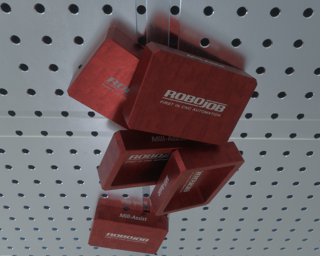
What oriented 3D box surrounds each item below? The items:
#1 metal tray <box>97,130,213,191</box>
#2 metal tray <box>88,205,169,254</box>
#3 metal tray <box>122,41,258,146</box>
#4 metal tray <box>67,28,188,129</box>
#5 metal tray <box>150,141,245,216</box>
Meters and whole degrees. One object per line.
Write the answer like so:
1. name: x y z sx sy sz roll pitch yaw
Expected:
1. metal tray: -0.006 0.041 0.404 0.131 0.030 0.089 -1 142 -29
2. metal tray: -0.059 0.188 0.568 0.131 0.030 0.089 12 129 -11
3. metal tray: 0.034 -0.034 0.349 0.131 0.030 0.089 11 116 -25
4. metal tray: -0.030 -0.044 0.371 0.130 0.030 0.090 32 123 -24
5. metal tray: 0.046 0.072 0.423 0.091 0.030 0.129 -6 144 -23
